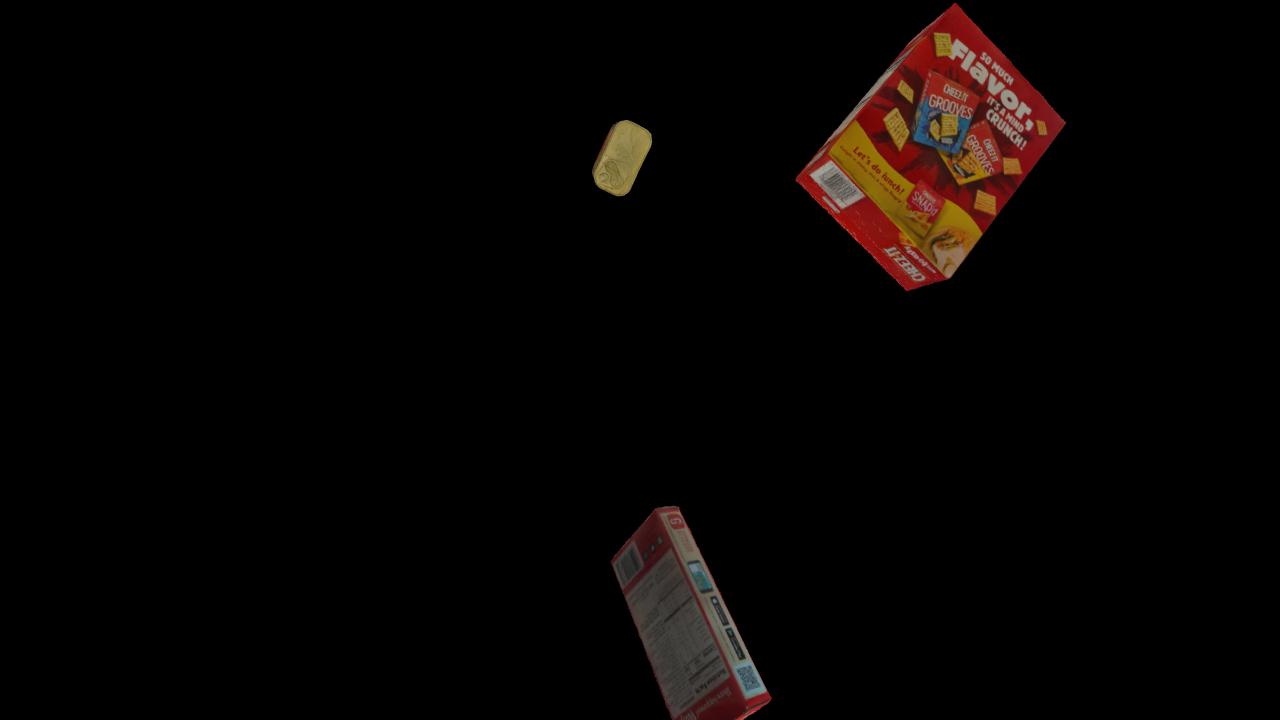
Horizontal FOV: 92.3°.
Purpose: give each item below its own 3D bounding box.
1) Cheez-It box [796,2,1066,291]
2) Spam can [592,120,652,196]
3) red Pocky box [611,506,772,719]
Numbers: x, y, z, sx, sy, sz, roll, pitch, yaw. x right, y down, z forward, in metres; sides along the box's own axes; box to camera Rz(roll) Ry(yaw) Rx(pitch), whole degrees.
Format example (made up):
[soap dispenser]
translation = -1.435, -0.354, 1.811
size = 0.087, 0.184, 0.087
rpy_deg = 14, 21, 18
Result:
[Cheez-It box]
translation = 0.283, -0.204, 0.598
size = 0.166, 0.223, 0.071
rpy_deg = 42, -12, -8
[Spam can]
translation = -0.029, -0.299, 0.906
size = 0.058, 0.101, 0.085
rpy_deg = 24, 16, -16
[red Pocky box]
translation = 0.032, 0.200, 0.468
size = 0.028, 0.155, 0.083
rpy_deg = 6, -48, -38
